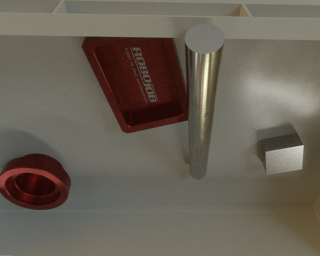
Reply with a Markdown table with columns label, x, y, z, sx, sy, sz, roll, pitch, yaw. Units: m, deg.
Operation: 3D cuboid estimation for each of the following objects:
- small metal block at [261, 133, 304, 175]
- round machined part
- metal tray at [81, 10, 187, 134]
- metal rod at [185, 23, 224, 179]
| label | x | y | z | sx | sy | sz | roll | pitch | yaw |
| --- | --- | --- | --- | --- | --- | --- | --- | --- | --- |
| small metal block | 0.175 | 0.038 | 0.444 | 0.050 | 0.025 | 0.050 | -11 | 130 | 9 |
| round machined part | -0.182 | 0.076 | 0.460 | 0.099 | 0.042 | 0.097 | -1 | 130 | 0 |
| metal tray | -0.020 | -0.058 | 0.356 | 0.090 | 0.030 | 0.129 | -12 | 129 | 10 |
| metal rod | 0.043 | 0.004 | 0.334 | 0.025 | 0.025 | 0.299 | -5 | 155 | 4 |
